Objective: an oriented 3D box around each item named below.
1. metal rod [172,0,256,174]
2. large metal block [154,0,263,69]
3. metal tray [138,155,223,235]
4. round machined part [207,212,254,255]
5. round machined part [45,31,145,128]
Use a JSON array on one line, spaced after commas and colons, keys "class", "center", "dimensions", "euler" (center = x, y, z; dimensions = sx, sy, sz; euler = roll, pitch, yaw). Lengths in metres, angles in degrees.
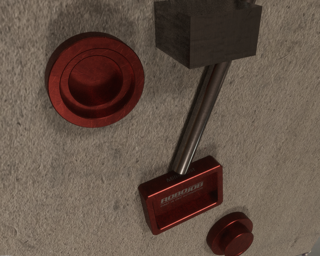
[{"class": "metal rod", "center": [0.073, -0.068, 0.406], "dimensions": [0.025, 0.025, 0.298], "euler": [4, 116, -31]}, {"class": "large metal block", "center": [0.048, -0.107, 0.332], "dimensions": [0.081, 0.080, 0.050], "euler": [-16, 125, -20]}, {"class": "metal tray", "center": [0.037, 0.106, 0.491], "dimensions": [0.131, 0.030, 0.089], "euler": [-20, 127, -17]}, {"class": "round machined part", "center": [0.145, 0.217, 0.613], "dimensions": [0.099, 0.042, 0.097], "euler": [-14, 125, -21]}, {"class": "round machined part", "center": [-0.070, -0.053, 0.326], "dimensions": [0.099, 0.042, 0.097], "euler": [-14, 125, -21]}]
